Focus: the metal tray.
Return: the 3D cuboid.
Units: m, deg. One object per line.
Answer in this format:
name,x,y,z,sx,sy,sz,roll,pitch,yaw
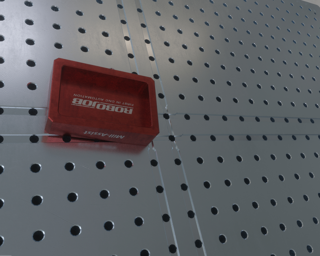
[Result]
metal tray,-0.069,-0.031,0.386,0.131,0.030,0.090,8,58,-24
